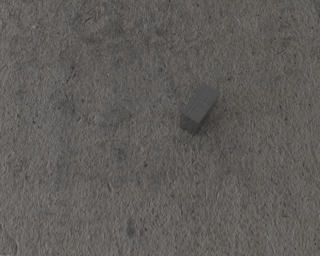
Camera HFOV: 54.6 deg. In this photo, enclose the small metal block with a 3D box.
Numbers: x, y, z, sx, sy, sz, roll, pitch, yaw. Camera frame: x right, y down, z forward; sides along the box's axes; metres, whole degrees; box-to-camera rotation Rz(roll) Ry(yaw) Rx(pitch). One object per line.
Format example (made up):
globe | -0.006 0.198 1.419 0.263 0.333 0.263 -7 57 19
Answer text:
small metal block | 0.051 -0.023 0.404 0.025 0.050 0.050 33 73 11
